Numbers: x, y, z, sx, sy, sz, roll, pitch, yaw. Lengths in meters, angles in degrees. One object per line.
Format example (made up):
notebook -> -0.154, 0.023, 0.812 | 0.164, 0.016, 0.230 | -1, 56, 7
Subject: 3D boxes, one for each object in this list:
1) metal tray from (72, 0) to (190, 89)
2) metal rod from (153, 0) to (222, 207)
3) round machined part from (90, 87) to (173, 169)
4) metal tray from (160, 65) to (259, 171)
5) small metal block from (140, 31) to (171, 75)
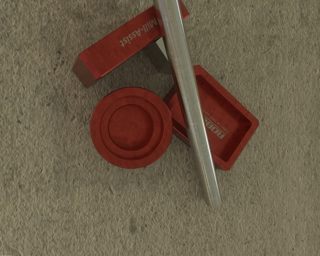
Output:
metal tray -> -0.037, -0.099, 0.362 | 0.131, 0.090, 0.030 | -39, 103, -16
metal rod -> 0.038, -0.021, 0.369 | 0.025, 0.025, 0.298 | -28, 121, -18
round machined part -> -0.037, -0.001, 0.385 | 0.099, 0.042, 0.097 | -1, 93, -14
metal tray -> 0.067, -0.013, 0.434 | 0.130, 0.030, 0.090 | 40, 77, -16
small metal block -> 0.006, -0.096, 0.395 | 0.025, 0.050, 0.050 | -44, 119, -12
